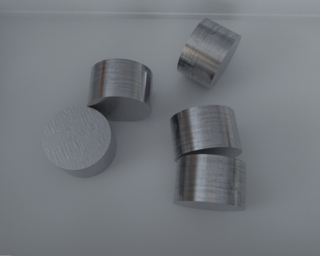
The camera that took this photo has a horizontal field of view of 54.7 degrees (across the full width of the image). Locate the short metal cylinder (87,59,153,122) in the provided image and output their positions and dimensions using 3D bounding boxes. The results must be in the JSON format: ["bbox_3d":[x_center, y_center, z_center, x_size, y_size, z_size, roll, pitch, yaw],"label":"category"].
[{"bbox_3d":[-0.050,-0.046,0.397,0.080,0.080,0.050,1,70,0],"label":"short metal cylinder"}]

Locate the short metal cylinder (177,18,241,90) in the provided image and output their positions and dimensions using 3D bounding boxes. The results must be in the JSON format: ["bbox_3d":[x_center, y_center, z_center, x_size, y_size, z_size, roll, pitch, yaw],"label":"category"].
[{"bbox_3d":[0.066,-0.099,0.417,0.050,0.080,0.080,32,73,11],"label":"short metal cylinder"}]

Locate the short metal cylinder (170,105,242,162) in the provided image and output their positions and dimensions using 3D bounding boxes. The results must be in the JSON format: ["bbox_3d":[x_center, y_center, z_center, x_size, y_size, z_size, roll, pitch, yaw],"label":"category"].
[{"bbox_3d":[0.055,0.011,0.377,0.081,0.080,0.050,-5,70,-2],"label":"short metal cylinder"}]

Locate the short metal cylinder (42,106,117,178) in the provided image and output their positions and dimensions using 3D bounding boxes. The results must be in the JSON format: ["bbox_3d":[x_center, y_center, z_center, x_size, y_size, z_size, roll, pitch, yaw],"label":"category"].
[{"bbox_3d":[-0.098,0.019,0.389,0.081,0.050,0.080,0,70,0],"label":"short metal cylinder"}]

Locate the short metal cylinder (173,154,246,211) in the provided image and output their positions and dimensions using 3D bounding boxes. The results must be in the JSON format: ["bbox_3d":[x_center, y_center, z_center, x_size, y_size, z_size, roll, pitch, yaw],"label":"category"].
[{"bbox_3d":[0.058,0.065,0.357,0.080,0.080,0.050,6,70,2],"label":"short metal cylinder"}]
